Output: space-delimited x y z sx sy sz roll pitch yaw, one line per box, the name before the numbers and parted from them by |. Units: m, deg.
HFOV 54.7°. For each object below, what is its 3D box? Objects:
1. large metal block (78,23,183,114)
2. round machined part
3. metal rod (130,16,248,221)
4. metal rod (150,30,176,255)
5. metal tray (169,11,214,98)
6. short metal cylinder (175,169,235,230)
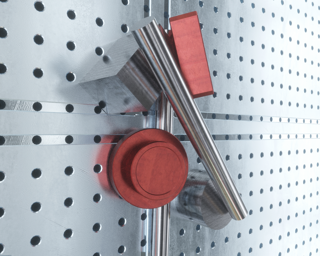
large metal block | -0.032 -0.064 0.349 0.050 0.080 0.080 49 61 -29
round machined part | -0.009 0.049 0.372 0.099 0.042 0.097 0 90 -23
metal rod | 0.048 0.014 0.360 0.025 0.025 0.299 -51 128 -28
metal rod | 0.004 0.020 0.415 0.025 0.025 0.298 3 88 -40
metal tray | 0.041 -0.090 0.391 0.130 0.030 0.089 -63 140 -75
short metal cylinder | 0.069 0.102 0.454 0.081 0.050 0.079 0 90 -40
